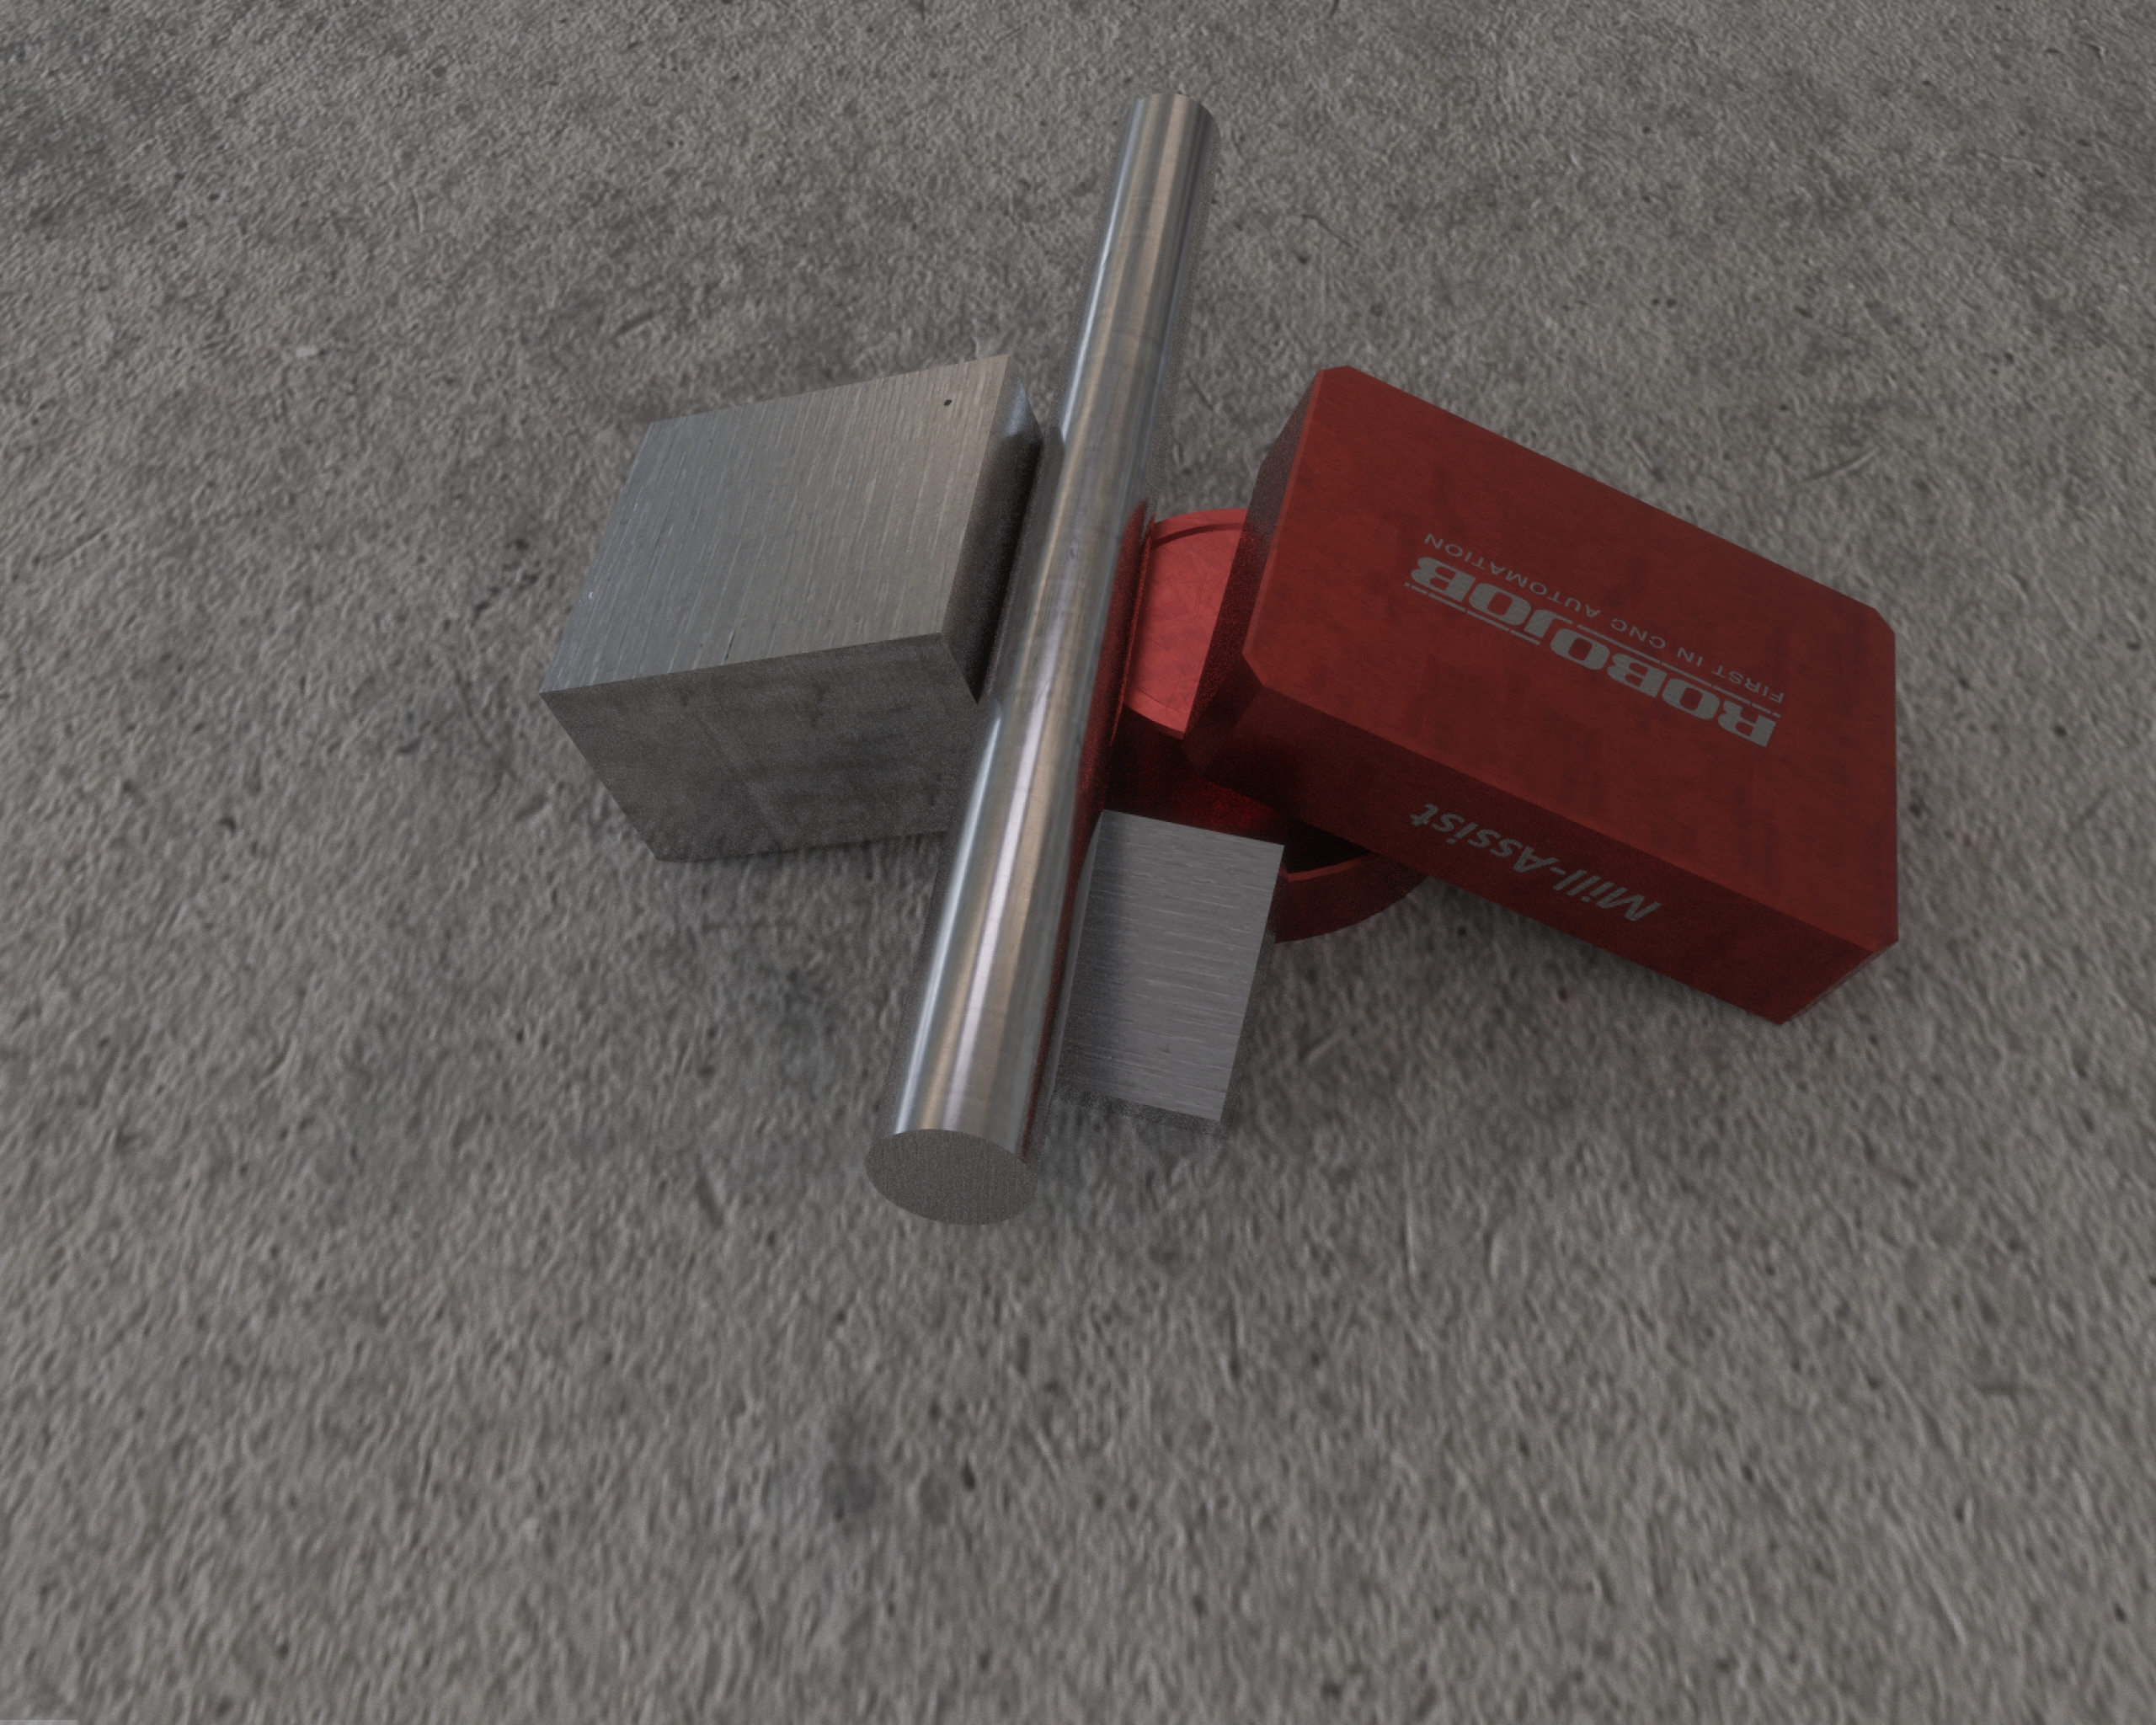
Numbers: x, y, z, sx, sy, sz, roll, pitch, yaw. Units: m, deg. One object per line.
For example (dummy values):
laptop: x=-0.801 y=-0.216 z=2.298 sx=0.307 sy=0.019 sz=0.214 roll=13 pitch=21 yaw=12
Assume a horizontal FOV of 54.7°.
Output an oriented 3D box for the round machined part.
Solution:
round machined part: x=0.033 y=-0.034 z=0.422 sx=0.099 sy=0.042 sz=0.098 roll=0 pitch=50 yaw=0

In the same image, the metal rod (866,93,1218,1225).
metal rod: x=0.002 y=-0.064 z=0.404 sx=0.025 sy=0.025 sz=0.300 roll=6 pitch=48 yaw=5

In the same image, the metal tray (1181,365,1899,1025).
metal tray: x=0.093 y=-0.034 z=0.401 sx=0.131 sy=0.030 sz=0.090 roll=23 pitch=52 yaw=-8

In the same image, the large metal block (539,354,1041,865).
large metal block: x=-0.049 y=-0.050 z=0.416 sx=0.080 sy=0.050 sz=0.080 roll=-6 pitch=48 yaw=18

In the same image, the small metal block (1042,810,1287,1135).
small metal block: x=0.008 y=0.019 z=0.376 sx=0.050 sy=0.025 sz=0.050 roll=12 pitch=76 yaw=10
